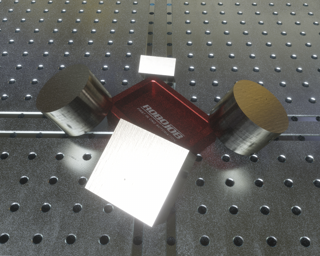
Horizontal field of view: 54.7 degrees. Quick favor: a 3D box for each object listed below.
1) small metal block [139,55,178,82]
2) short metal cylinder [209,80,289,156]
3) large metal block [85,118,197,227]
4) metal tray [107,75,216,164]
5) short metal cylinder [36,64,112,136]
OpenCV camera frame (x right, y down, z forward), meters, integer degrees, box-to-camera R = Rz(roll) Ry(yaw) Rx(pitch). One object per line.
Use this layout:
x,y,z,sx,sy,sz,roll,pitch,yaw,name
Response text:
-0.001,-0.087,0.461,0.050,0.050,0.025,7,88,6,small metal block
0.109,-0.013,0.383,0.081,0.050,0.080,18,47,-20,short metal cylinder
-0.018,0.047,0.329,0.080,0.050,0.080,25,85,19,large metal block
0.000,-0.010,0.411,0.091,0.030,0.130,-34,58,-25,metal tray
-0.110,-0.036,0.402,0.080,0.050,0.080,-17,48,19,short metal cylinder
